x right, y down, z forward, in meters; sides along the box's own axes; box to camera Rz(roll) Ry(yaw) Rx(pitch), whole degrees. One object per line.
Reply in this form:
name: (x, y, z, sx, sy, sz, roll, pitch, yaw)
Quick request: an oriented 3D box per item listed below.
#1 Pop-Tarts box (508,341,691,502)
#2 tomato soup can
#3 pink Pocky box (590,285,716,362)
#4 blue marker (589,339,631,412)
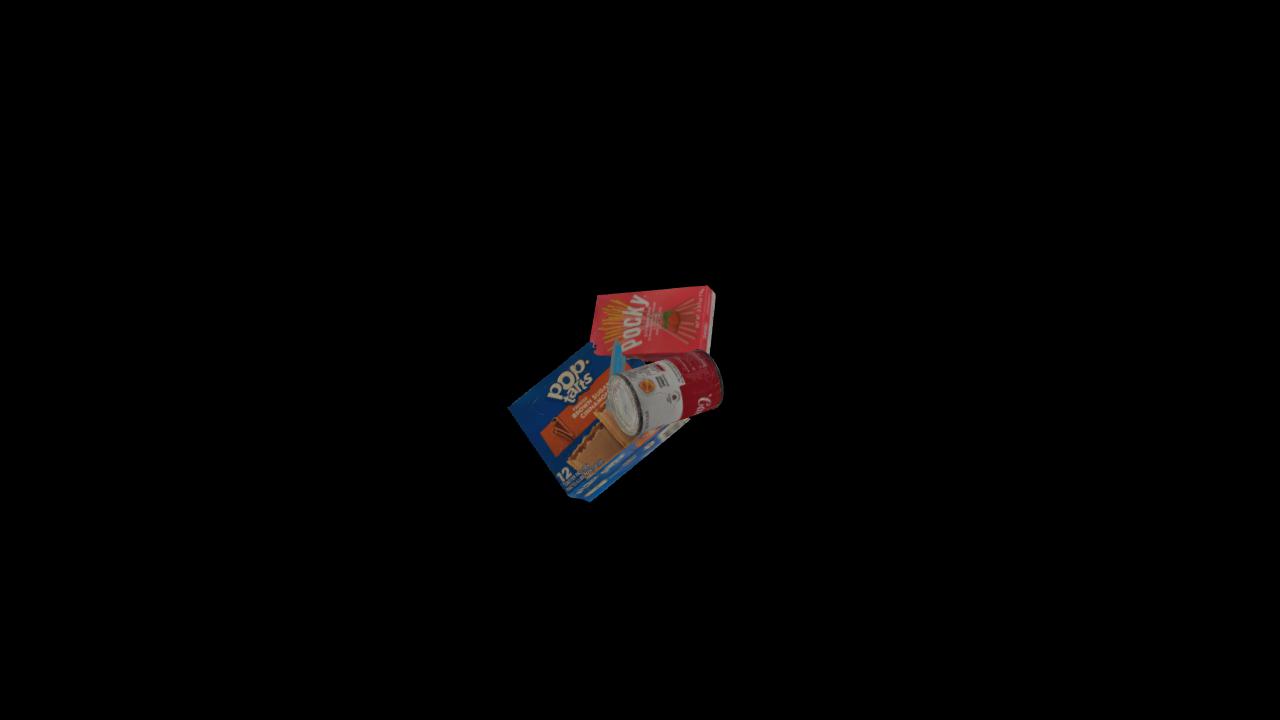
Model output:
Pop-Tarts box: (-0.050, 0.066, 0.762, 0.167, 0.141, 0.083, -39, -24, -2)
tomato soup can: (0.025, 0.033, 0.632, 0.101, 0.068, 0.068, -16, 7, -26)
pink Pocky box: (0.011, -0.041, 0.737, 0.155, 0.084, 0.029, -1, -19, 29)
blue marker: (-0.026, 0.003, 0.730, 0.020, 0.121, 0.020, 3, -28, 2)
